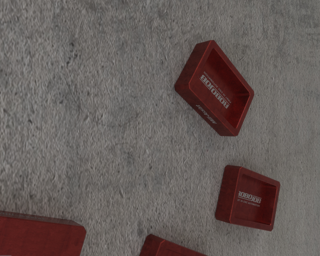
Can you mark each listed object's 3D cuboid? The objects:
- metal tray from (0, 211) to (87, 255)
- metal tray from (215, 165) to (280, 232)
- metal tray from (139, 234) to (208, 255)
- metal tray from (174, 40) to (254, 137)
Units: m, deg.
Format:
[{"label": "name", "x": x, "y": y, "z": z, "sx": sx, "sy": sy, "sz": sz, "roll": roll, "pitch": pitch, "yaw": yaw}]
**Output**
[{"label": "metal tray", "x": -0.142, "y": 0.125, "z": 0.282, "sx": 0.131, "sy": 0.030, "sz": 0.090, "roll": 23, "pitch": 76, "yaw": -38}, {"label": "metal tray", "x": 0.154, "y": 0.122, "z": 0.529, "sx": 0.131, "sy": 0.030, "sz": 0.090, "roll": 23, "pitch": 76, "yaw": -38}, {"label": "metal tray", "x": 0.021, "y": 0.207, "z": 0.419, "sx": 0.130, "sy": 0.030, "sz": 0.090, "roll": 34, "pitch": 69, "yaw": -35}, {"label": "metal tray", "x": 0.088, "y": -0.057, "z": 0.474, "sx": 0.130, "sy": 0.030, "sz": 0.090, "roll": 41, "pitch": 65, "yaw": -32}]
